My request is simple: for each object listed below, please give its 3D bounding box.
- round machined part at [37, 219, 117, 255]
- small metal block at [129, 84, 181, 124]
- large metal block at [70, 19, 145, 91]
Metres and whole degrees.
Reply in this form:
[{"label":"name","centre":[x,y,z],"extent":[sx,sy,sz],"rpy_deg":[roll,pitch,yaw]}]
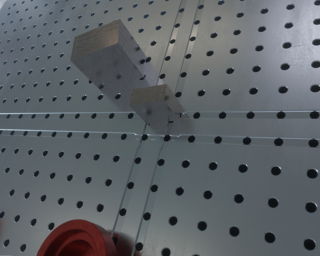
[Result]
[{"label":"round machined part","centre":[-0.090,0.157,0.349],"extent":[0.098,0.042,0.098],"rpy_deg":[-13,56,21]},{"label":"small metal block","centre":[-0.005,-0.031,0.414],"extent":[0.050,0.050,0.025],"rpy_deg":[-6,59,25]},{"label":"large metal block","centre":[-0.078,-0.110,0.481],"extent":[0.080,0.080,0.050],"rpy_deg":[-14,56,20]}]
